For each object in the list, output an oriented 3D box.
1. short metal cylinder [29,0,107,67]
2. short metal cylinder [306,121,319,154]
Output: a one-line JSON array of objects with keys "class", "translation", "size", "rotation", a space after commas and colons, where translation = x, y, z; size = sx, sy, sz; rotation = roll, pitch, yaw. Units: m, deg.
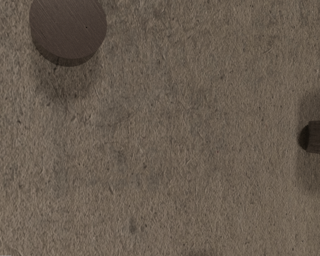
[{"class": "short metal cylinder", "translation": [-0.106, -0.115, 0.357], "size": [0.081, 0.050, 0.079], "rotation": [0, 90, -21]}, {"class": "short metal cylinder", "translation": [0.274, 0.018, 0.484], "size": [0.081, 0.080, 0.050], "rotation": [7, 88, -20]}]
